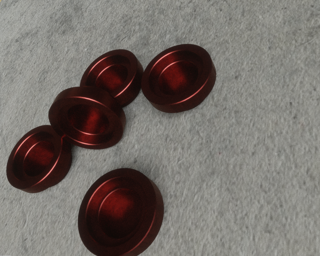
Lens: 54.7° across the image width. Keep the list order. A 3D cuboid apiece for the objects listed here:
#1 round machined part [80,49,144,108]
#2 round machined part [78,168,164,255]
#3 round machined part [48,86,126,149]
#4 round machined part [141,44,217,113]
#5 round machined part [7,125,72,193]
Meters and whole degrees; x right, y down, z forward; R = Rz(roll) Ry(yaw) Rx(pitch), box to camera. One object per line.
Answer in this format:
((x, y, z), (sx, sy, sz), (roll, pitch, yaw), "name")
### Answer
((-0.068, -0.068, 0.468), (0.098, 0.042, 0.098), (-13, 56, 20), "round machined part")
((-0.040, 0.099, 0.352), (0.098, 0.042, 0.098), (-13, 56, 20), "round machined part")
((-0.094, -0.018, 0.418), (0.098, 0.098, 0.042), (-12, 42, 21), "round machined part")
((0.028, -0.061, 0.415), (0.098, 0.042, 0.098), (-13, 56, 20), "round machined part")
((-0.169, 0.048, 0.450), (0.098, 0.042, 0.098), (-13, 56, 20), "round machined part")
